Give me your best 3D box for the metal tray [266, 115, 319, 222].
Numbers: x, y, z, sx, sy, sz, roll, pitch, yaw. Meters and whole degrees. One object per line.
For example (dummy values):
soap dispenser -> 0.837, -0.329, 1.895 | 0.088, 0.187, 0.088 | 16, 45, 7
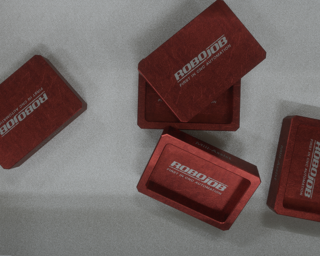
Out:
metal tray -> 0.202, 0.054, 0.411 | 0.091, 0.030, 0.129 | 11, 90, -1

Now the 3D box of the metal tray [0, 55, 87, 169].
metal tray -> -0.175, -0.020, 0.407 | 0.130, 0.030, 0.090 | -41, 91, -1

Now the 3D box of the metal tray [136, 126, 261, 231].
metal tray -> 0.047, 0.065, 0.393 | 0.131, 0.030, 0.089 | 25, 112, -1

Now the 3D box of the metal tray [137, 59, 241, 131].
metal tray -> 0.037, -0.042, 0.409 | 0.131, 0.030, 0.089 | 2, 90, -1

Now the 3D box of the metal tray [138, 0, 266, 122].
metal tray -> 0.050, -0.079, 0.379 | 0.130, 0.030, 0.090 | -39, 90, -1
